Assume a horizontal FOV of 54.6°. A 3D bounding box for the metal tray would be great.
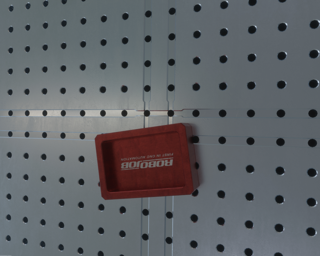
[{"bbox_3d":[-0.019,0.046,0.417,0.130,0.030,0.090,-8,87,19],"label":"metal tray"}]
